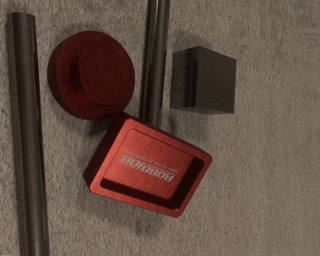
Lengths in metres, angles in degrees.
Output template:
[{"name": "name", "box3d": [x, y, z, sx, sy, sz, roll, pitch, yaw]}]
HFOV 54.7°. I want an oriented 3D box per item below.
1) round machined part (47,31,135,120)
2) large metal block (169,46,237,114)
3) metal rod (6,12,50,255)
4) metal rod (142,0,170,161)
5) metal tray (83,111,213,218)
[{"name": "round machined part", "box3d": [-0.067, -0.057, 0.339, 0.099, 0.042, 0.097, 0, 90, -40]}, {"name": "large metal block", "box3d": [0.063, -0.064, 0.443, 0.081, 0.050, 0.080, 6, 86, -40]}, {"name": "metal rod", "box3d": [-0.125, 0.043, 0.300, 0.025, 0.025, 0.298, -5, 93, -40]}, {"name": "metal rod", "box3d": [-0.004, -0.101, 0.402, 0.025, 0.025, 0.298, 7, 85, -40]}, {"name": "metal tray", "box3d": [-0.011, 0.047, 0.364, 0.131, 0.030, 0.090, 26, 95, -31]}]
